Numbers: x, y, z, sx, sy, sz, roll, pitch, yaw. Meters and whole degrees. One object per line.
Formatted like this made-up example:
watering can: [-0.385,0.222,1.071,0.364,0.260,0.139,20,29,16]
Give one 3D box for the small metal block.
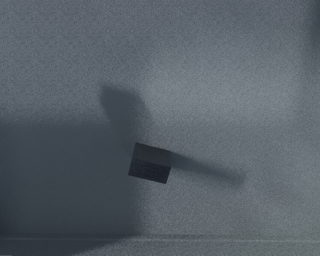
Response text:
small metal block: [-0.013,0.046,0.415,0.050,0.050,0.025,14,110,-5]
